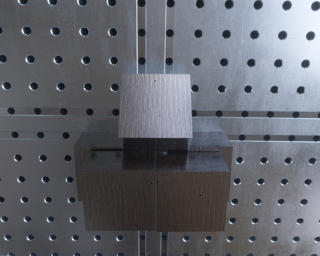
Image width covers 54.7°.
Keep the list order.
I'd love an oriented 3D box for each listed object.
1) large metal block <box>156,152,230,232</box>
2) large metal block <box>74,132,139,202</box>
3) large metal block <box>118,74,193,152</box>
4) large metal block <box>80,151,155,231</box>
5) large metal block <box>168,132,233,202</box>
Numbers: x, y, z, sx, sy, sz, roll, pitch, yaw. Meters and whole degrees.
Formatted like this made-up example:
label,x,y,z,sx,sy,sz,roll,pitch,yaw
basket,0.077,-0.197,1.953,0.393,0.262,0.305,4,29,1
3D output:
label,x,y,z,sx,sy,sz,roll,pitch,yaw
large metal block,0.036,0.076,0.373,0.081,0.050,0.079,0,110,-1
large metal block,-0.067,0.052,0.419,0.081,0.050,0.079,1,110,-1
large metal block,-0.005,-0.017,0.372,0.081,0.050,0.080,0,68,-1
large metal block,-0.046,0.074,0.370,0.081,0.050,0.079,0,110,-1
large metal block,0.050,0.052,0.419,0.081,0.050,0.079,-1,110,0
